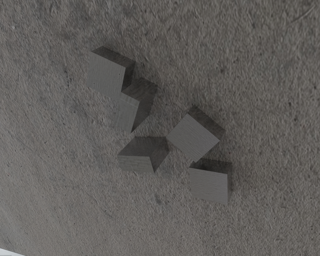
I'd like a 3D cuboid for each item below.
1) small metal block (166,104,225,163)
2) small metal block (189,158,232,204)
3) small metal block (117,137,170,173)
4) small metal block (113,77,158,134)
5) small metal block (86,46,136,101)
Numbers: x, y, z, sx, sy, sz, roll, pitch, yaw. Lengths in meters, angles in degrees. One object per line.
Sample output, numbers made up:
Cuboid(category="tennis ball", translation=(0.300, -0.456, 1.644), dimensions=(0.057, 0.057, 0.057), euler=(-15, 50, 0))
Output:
Cuboid(category="small metal block", translation=(0.044, 0.008, 0.388), dimensions=(0.050, 0.025, 0.050), euler=(40, 129, 0))
Cuboid(category="small metal block", translation=(0.069, 0.070, 0.414), dimensions=(0.050, 0.025, 0.050), euler=(7, 122, 24))
Cuboid(category="small metal block", translation=(-0.022, 0.035, 0.424), dimensions=(0.050, 0.050, 0.025), euler=(0, 118, 28))
Cuboid(category="small metal block", translation=(-0.030, -0.029, 0.389), dimensions=(0.025, 0.050, 0.050), euler=(28, 128, 11))
Cuboid(category="small metal block", translation=(-0.064, -0.070, 0.397), dimensions=(0.050, 0.025, 0.050), euler=(26, 128, 11))
